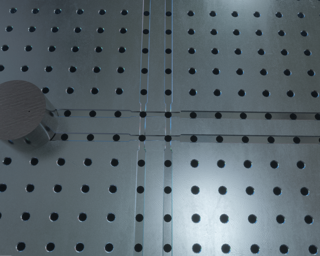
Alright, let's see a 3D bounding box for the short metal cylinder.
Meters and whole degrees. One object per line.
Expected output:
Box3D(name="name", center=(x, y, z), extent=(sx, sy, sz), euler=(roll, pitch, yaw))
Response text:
Box3D(name="short metal cylinder", center=(-0.180, -0.015, 0.402), extent=(0.081, 0.050, 0.080), euler=(0, 70, 0))
